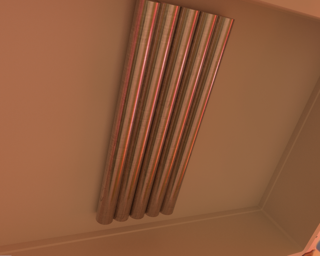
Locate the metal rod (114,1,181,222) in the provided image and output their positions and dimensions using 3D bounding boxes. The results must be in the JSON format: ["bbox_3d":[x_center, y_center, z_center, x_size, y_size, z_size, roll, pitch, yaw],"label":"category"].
[{"bbox_3d":[-0.024,-0.002,0.392,0.025,0.025,0.298,0,118,-29],"label":"metal rod"}]

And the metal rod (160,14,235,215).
[{"bbox_3d":[0.043,-0.001,0.430,0.025,0.025,0.298,0,118,-29],"label":"metal rod"}]

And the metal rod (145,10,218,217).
[{"bbox_3d":[0.021,-0.001,0.417,0.025,0.025,0.298,0,118,-29],"label":"metal rod"}]

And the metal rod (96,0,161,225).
[{"bbox_3d":[-0.045,-0.001,0.381,0.025,0.025,0.298,0,118,-29],"label":"metal rod"}]

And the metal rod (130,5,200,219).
[{"bbox_3d":[-0.002,-0.002,0.405,0.025,0.025,0.298,0,118,-29],"label":"metal rod"}]
